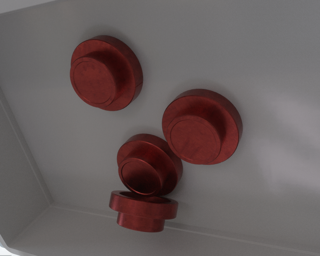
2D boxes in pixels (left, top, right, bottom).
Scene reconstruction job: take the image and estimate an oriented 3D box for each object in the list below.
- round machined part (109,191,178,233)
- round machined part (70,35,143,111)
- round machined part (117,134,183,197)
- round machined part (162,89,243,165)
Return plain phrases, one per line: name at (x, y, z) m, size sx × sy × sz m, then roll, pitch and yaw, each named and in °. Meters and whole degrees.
round machined part at (-0.025, 0.121, 0.447) m, size 0.098 × 0.098 × 0.042 m, roll 7°, pitch 83°, yaw 25°
round machined part at (-0.075, -0.065, 0.397) m, size 0.098 × 0.042 × 0.097 m, roll 13°, pitch 124°, yaw 21°
round machined part at (-0.020, 0.060, 0.446) m, size 0.098 × 0.042 × 0.097 m, roll 13°, pitch 124°, yaw 21°
round machined part at (0.047, 0.006, 0.376) m, size 0.098 × 0.042 × 0.097 m, roll 13°, pitch 124°, yaw 21°
